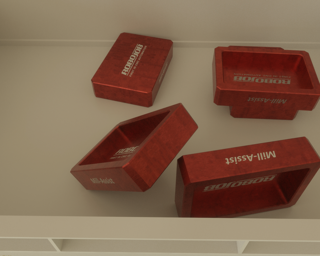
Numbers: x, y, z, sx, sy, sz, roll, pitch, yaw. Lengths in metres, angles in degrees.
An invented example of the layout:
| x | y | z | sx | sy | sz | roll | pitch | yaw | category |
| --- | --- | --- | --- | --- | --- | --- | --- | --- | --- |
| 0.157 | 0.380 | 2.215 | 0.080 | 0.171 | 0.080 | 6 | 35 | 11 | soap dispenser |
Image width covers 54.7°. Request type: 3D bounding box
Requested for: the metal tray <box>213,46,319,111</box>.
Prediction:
| x | y | z | sx | sy | sz | roll | pitch | yaw | category |
| --- | --- | --- | --- | --- | --- | --- | --- | --- | --- |
| 0.139 | -0.069 | 0.420 | 0.131 | 0.030 | 0.090 | 4 | 50 | 3 | metal tray |

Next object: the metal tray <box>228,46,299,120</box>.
| x | y | z | sx | sy | sz | roll | pitch | yaw | category |
| --- | --- | --- | --- | --- | --- | --- | --- | --- | --- |
| 0.148 | -0.071 | 0.463 | 0.091 | 0.030 | 0.130 | 3 | 50 | 2 | metal tray |

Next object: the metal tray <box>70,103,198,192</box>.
| x | y | z | sx | sy | sz | roll | pitch | yaw | category |
| --- | --- | --- | --- | --- | --- | --- | --- | --- | --- |
| -0.032 | 0.023 | 0.327 | 0.130 | 0.030 | 0.090 | -14 | 29 | 53 | metal tray |

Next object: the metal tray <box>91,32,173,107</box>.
| x | y | z | sx | sy | sz | roll | pitch | yaw | category |
| --- | --- | --- | --- | --- | --- | --- | --- | --- | --- |
| -0.038 | -0.095 | 0.481 | 0.090 | 0.030 | 0.130 | 12 | 51 | 10 | metal tray |

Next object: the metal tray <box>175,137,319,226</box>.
| x | y | z | sx | sy | sz | roll | pitch | yaw | category |
| --- | --- | --- | --- | --- | --- | --- | --- | --- | --- |
| 0.083 | 0.057 | 0.315 | 0.131 | 0.089 | 0.030 | -8 | 49 | -7 | metal tray |
